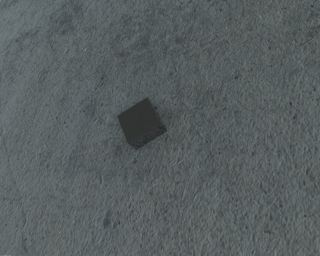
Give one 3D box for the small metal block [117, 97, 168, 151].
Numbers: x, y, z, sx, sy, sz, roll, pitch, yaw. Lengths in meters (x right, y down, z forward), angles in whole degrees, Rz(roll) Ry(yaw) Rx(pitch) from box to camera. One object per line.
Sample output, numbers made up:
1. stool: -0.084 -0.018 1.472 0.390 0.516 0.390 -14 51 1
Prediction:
1. small metal block: -0.024 -0.006 0.421 0.050 0.025 0.050 -32 52 7
